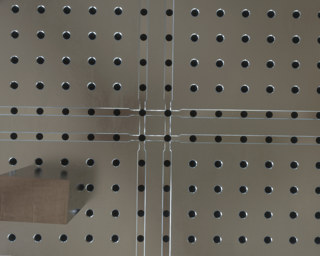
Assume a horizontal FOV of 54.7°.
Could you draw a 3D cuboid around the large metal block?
[{"bbox_3d":[-0.143,0.080,0.384,0.081,0.080,0.050,4,90,-1],"label":"large metal block"}]
